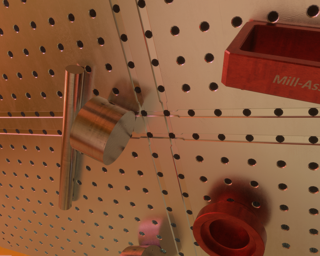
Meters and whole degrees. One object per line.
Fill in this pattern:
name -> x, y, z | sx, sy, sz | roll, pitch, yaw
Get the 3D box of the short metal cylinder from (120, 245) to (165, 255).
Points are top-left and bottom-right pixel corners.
short metal cylinder -> -0.031, 0.250, 0.547 | 0.050, 0.080, 0.080 | -17, 110, 35

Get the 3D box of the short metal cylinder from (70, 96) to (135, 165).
short metal cylinder -> -0.075, 0.003, 0.418 | 0.050, 0.080, 0.079 | 25, 127, 13

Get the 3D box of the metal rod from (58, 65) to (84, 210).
metal rod -> -0.150, 0.035, 0.511 | 0.025, 0.025, 0.298 | 26, 128, 12

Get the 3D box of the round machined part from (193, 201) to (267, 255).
round machined part -> 0.100, 0.142, 0.436 | 0.098, 0.042, 0.097 | 13, 124, 21

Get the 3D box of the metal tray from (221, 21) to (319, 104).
metal tray -> 0.128, -0.057, 0.264 | 0.130, 0.090, 0.030 | 14, 128, 20
